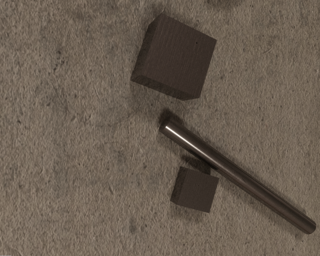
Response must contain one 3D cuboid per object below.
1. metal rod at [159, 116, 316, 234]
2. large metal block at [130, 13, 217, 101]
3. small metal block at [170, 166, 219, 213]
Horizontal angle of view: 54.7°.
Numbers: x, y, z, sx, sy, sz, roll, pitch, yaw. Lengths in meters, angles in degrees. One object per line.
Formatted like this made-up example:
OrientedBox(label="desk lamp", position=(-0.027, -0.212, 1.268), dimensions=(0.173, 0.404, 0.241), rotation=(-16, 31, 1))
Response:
OrientedBox(label="metal rod", position=(0.124, 0.077, 0.456), dimensions=(0.301, 0.025, 0.025), rotation=(35, 79, -17))
OrientedBox(label="large metal block", position=(0.017, -0.088, 0.403), dimensions=(0.081, 0.050, 0.080), rotation=(19, 83, -19))
OrientedBox(label="small metal block", position=(0.048, 0.085, 0.428), dimensions=(0.050, 0.025, 0.050), rotation=(19, 83, -19))
